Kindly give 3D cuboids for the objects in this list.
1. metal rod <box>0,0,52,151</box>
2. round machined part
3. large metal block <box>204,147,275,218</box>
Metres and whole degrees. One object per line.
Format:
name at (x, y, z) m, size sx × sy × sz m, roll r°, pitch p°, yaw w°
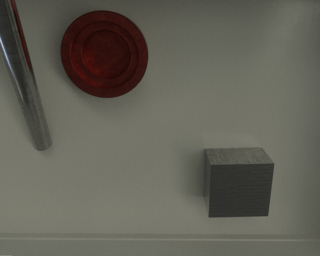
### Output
metal rod at (-0.142, -0.071, 0.304) m, size 0.025 × 0.025 × 0.298 m, roll 7°, pitch 141°, yaw -3°
round machined part at (-0.063, -0.088, 0.369) m, size 0.099 × 0.042 × 0.097 m, roll 0°, pitch 110°, yaw -1°
large metal block at (0.105, 0.074, 0.427) m, size 0.081 × 0.050 × 0.079 m, roll -1°, pitch 110°, yaw 0°
